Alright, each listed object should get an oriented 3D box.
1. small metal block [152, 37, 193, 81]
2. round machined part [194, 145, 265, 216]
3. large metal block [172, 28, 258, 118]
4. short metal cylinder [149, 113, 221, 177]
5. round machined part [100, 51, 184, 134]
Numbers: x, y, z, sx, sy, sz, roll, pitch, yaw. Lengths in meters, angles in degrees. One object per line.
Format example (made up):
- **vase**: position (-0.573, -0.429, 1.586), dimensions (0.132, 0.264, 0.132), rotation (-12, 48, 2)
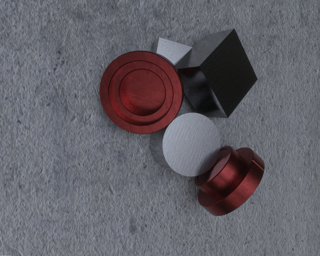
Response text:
- **small metal block**: position (0.014, -0.087, 0.415), dimensions (0.050, 0.025, 0.050), rotation (11, 86, -20)
- **round machined part**: position (0.083, 0.061, 0.403), dimensions (0.042, 0.098, 0.098), rotation (42, 77, -8)
- **large metal block**: position (0.074, -0.070, 0.407), dimensions (0.080, 0.050, 0.080), rotation (-49, 120, -25)
- **short metal cylinder**: position (0.032, 0.020, 0.409), dimensions (0.081, 0.050, 0.079), rotation (0, 90, -21)
- **round machined part**: position (-0.020, -0.045, 0.378), dimensions (0.099, 0.042, 0.097), rotation (2, 104, 8)
